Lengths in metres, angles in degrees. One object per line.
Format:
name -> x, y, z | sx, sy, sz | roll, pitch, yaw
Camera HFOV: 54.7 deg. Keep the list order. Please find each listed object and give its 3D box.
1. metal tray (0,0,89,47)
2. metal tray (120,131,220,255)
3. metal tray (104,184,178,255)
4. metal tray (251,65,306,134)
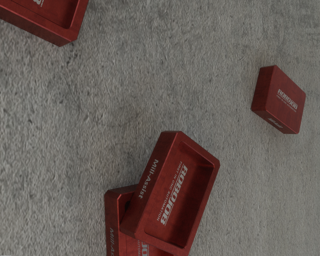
metal tray -> -0.112, -0.159, 0.306 | 0.091, 0.030, 0.129 | 22, 76, -38
metal tray -> 0.018, 0.079, 0.376 | 0.090, 0.030, 0.130 | 37, 67, -34
metal tray -> -0.020, 0.136, 0.384 | 0.091, 0.030, 0.129 | -4, 93, -40
metal tray -> 0.231, -0.051, 0.594 | 0.131, 0.030, 0.090 | 26, 73, -37
